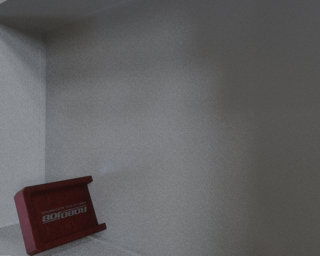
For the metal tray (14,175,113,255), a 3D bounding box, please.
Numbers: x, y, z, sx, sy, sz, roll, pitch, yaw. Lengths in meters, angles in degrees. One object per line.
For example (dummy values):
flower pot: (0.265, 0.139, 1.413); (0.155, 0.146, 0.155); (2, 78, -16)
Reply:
metal tray: (-0.142, 0.127, 0.471); (0.030, 0.131, 0.090); (-32, 71, 36)
